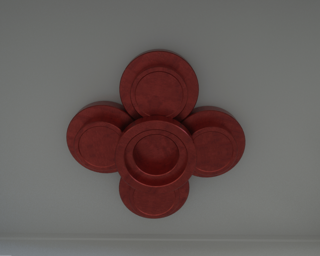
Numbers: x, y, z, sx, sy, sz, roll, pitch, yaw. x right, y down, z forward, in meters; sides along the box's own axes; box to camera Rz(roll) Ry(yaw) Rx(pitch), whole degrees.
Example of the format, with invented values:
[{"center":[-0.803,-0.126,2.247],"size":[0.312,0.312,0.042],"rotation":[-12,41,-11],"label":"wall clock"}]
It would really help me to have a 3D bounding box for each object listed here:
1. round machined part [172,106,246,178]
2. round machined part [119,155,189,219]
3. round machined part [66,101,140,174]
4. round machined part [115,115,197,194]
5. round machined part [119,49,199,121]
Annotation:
[{"center":[0.064,0.023,0.409],"size":[0.099,0.042,0.097],"rotation":[0,110,0],"label":"round machined part"},{"center":[-0.008,0.086,0.431],"size":[0.099,0.042,0.097],"rotation":[-1,109,-1],"label":"round machined part"},{"center":[-0.073,0.017,0.405],"size":[0.099,0.042,0.097],"rotation":[0,110,0],"label":"round machined part"},{"center":[-0.005,0.030,0.389],"size":[0.099,0.042,0.097],"rotation":[0,110,0],"label":"round machined part"},{"center":[-0.001,-0.046,0.382],"size":[0.099,0.042,0.097],"rotation":[0,110,0],"label":"round machined part"}]
